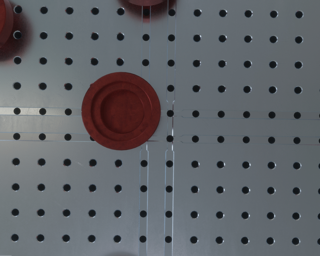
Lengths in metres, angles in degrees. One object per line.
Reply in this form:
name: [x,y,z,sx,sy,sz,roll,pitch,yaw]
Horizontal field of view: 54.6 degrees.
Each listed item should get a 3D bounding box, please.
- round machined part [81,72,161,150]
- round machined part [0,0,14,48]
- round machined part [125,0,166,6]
round machined part: [-0.048,-0.021,0.405,0.099,0.042,0.097,0,90,0]
round machined part: [-0.239,-0.141,0.403,0.099,0.042,0.097,0,90,0]
round machined part: [-0.019,-0.207,0.405,0.099,0.042,0.097,0,90,0]
